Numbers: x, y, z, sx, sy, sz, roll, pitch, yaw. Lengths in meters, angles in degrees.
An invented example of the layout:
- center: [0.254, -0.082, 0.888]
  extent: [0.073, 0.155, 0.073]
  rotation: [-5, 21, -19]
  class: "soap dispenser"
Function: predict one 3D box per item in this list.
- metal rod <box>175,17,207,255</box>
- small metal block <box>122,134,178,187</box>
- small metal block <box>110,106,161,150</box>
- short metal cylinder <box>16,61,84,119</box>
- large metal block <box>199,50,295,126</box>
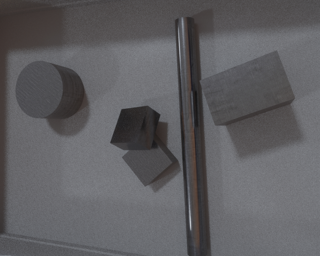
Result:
- center: [0.040, 0.011, 0.395]
  extent: [0.025, 0.025, 0.298]
  rotation: [-3, 89, 19]
  class: "metal rod"
- center: [-0.013, 0.041, 0.414]
  extent: [0.050, 0.025, 0.050]
  rotation: [-43, 77, 14]
  class: "small metal block"
- center: [-0.032, 0.001, 0.402]
  extent: [0.050, 0.025, 0.050]
  rotation: [-4, 62, 42]
  class: "small metal block"
- center: [-0.160, -0.053, 0.452]
  extent: [0.080, 0.050, 0.079]
  rotation: [0, 90, 19]
  class: "short metal cylinder"
- center: [0.098, -0.039, 0.346]
  extent: [0.080, 0.080, 0.050]
  rotation: [-20, 84, 18]
  class: "large metal block"
